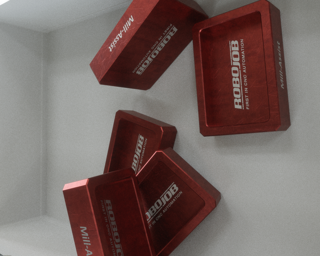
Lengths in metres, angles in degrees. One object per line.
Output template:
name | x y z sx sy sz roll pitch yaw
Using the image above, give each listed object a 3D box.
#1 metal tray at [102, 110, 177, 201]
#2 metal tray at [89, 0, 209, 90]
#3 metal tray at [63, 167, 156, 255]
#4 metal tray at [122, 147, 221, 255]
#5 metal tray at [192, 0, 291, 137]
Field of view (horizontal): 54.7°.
metal tray | -0.033 0.048 0.431 0.090 0.030 0.129 22 104 38
metal tray | -0.014 -0.103 0.375 0.129 0.091 0.030 -46 63 30
metal tray | -0.046 0.112 0.324 0.030 0.090 0.129 -17 84 24
metal tray | -0.002 0.099 0.376 0.090 0.030 0.129 42 108 12
metal tray | 0.084 -0.058 0.333 0.090 0.030 0.129 -7 86 39
